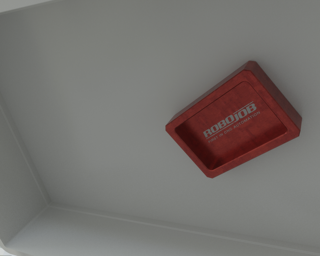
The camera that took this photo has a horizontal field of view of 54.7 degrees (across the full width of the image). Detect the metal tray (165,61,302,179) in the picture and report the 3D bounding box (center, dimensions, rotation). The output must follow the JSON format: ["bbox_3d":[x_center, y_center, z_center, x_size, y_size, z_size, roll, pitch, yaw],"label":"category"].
[{"bbox_3d":[0.080,-0.004,0.359,0.090,0.030,0.129,49,128,-7],"label":"metal tray"}]
